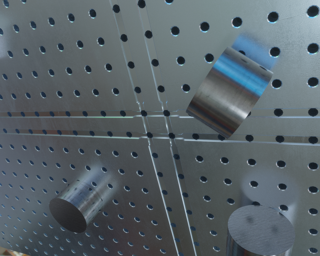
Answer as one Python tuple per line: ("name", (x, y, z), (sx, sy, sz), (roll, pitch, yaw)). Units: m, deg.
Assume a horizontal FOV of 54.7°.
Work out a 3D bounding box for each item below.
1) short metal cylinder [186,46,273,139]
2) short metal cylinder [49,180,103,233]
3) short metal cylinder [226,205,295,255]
("short metal cylinder", (0.070, -0.036, 0.317), (0.050, 0.080, 0.079), (34, 129, 6))
("short metal cylinder", (-0.152, 0.143, 0.564), (0.080, 0.050, 0.079), (13, 124, 21))
("short metal cylinder", (0.127, 0.146, 0.399), (0.080, 0.080, 0.050), (11, 123, 22))
